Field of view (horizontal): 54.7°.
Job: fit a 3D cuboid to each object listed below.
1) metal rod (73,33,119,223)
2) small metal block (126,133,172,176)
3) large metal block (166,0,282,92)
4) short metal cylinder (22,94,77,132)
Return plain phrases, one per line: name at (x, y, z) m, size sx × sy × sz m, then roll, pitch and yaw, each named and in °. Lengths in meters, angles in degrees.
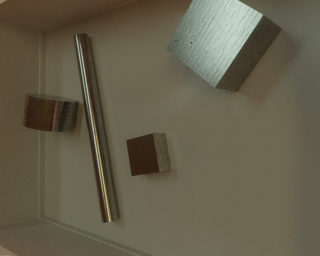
metal rod at (-0.102, -0.006, 0.488) m, size 0.025 × 0.025 × 0.298 m, roll -18°, pitch 79°, yaw 38°
small metal block at (-0.016, 0.036, 0.418) m, size 0.050 × 0.025 × 0.050 m, roll -16°, pitch 80°, yaw 38°
large metal block at (0.066, -0.096, 0.335) m, size 0.080 × 0.050 × 0.080 m, roll 46°, pitch 117°, yaw 30°
short metal cylinder at (-0.185, -0.027, 0.520) m, size 0.080 × 0.081 × 0.050 m, roll 16°, pitch 100°, yaw 38°
